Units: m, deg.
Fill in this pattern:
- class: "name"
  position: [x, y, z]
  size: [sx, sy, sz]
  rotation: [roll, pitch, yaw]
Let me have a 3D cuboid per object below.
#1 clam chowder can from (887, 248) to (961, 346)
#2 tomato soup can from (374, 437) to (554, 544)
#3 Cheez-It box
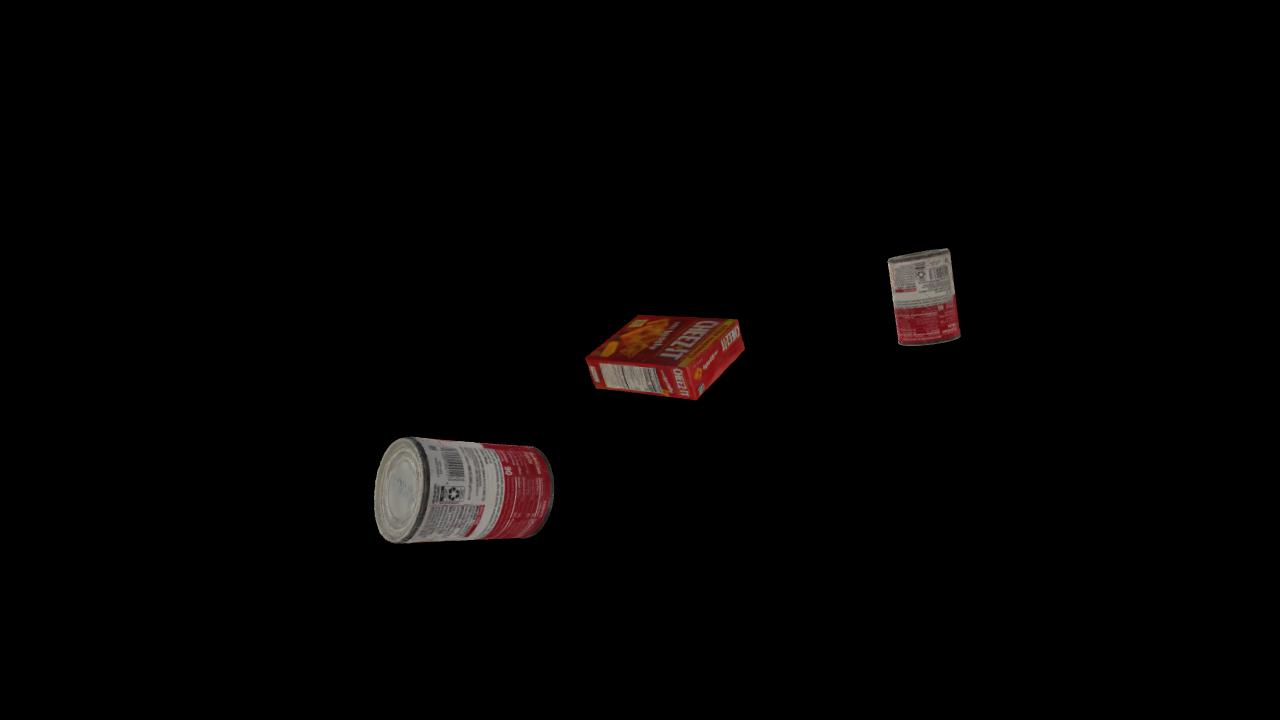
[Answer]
- class: "clam chowder can"
  position: [0.329, -0.073, 0.713]
  size: [0.068, 0.102, 0.068]
  rotation: [-11, 9, 2]
- class: "tomato soup can"
  position: [-0.118, 0.089, 0.418]
  size: [0.068, 0.068, 0.101]
  rotation: [0, -9, 43]
- class: "Cheez-It box"
  position: [0.042, -0.010, 1.054]
  size: [0.223, 0.071, 0.166]
  rotation: [6, 35, 39]
